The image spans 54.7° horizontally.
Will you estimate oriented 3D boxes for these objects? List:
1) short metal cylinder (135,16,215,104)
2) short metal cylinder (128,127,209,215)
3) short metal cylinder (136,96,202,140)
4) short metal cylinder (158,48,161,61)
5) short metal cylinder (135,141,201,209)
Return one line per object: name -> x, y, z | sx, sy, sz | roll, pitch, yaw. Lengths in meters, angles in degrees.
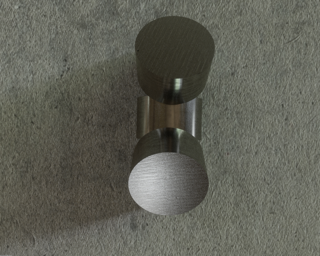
short metal cylinder -> 0.015, -0.072, 0.334 | 0.081, 0.050, 0.080 | 1, 65, -1
short metal cylinder -> 0.009, 0.046, 0.332 | 0.080, 0.050, 0.079 | 0, 118, 1
short metal cylinder -> 0.012, -0.011, 0.384 | 0.081, 0.080, 0.050 | 2, 90, 0
short metal cylinder -> 0.012, -0.077, 0.399 | 0.081, 0.050, 0.080 | 0, 90, 0
short metal cylinder -> 0.010, 0.058, 0.399 | 0.081, 0.050, 0.080 | 0, 90, 0
